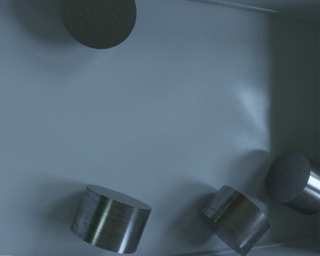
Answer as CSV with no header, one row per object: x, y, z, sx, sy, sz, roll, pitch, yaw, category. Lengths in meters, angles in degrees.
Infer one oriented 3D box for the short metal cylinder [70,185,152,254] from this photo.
-0.056,0.104,0.361,0.080,0.080,0.050,23,83,-19,short metal cylinder

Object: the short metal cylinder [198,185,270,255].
0.099,0.124,0.418,0.050,0.080,0.080,-43,104,-15,short metal cylinder

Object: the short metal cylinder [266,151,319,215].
0.205,0.081,0.457,0.050,0.080,0.080,28,81,-18,short metal cylinder

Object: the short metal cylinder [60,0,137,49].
-0.069,-0.136,0.353,0.081,0.050,0.079,-4,120,-7,short metal cylinder
